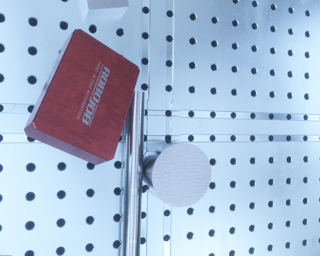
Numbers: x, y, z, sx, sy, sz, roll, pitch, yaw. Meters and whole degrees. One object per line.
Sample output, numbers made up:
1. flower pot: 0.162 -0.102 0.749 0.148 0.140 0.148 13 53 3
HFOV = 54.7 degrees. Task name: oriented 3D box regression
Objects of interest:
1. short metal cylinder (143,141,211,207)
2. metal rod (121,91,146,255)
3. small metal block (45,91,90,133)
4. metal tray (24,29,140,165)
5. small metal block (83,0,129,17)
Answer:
1. short metal cylinder: 0.020 0.058 0.407 0.081 0.050 0.080 0 90 -20
2. metal rod: -0.036 0.103 0.399 0.025 0.025 0.298 2 89 -20
3. small metal block: -0.108 -0.017 0.359 0.050 0.050 0.025 -41 103 -15
4. metal tray: -0.080 -0.035 0.348 0.090 0.030 0.130 29 59 -28
5. small metal block: -0.071 -0.170 0.386 0.050 0.025 0.050 -13 95 -20
